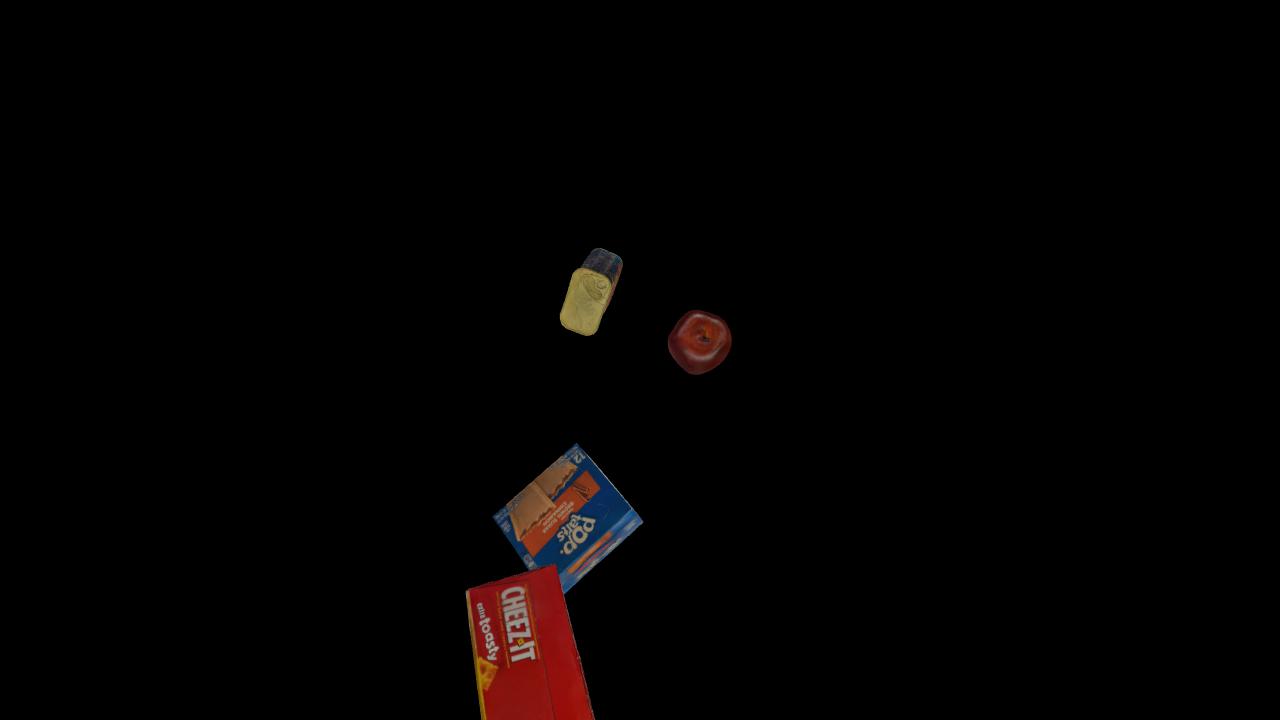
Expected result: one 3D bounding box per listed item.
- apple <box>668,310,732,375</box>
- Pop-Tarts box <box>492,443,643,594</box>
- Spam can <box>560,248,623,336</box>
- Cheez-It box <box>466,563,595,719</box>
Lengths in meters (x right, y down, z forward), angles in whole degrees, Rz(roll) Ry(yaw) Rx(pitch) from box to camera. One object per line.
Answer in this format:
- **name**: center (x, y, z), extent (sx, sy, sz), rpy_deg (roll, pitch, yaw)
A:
- **apple**: center (0.073, -0.021, 0.759), extent (0.079, 0.079, 0.093), rpy_deg (0, -7, -2)
- **Pop-Tarts box**: center (-0.106, 0.238, 0.918), extent (0.141, 0.167, 0.083), rpy_deg (45, -8, 29)
- **Spam can**: center (-0.068, -0.099, 0.882), extent (0.058, 0.101, 0.085), rpy_deg (22, 33, -2)
- **Cheez-It box**: center (-0.074, 0.273, 0.454), extent (0.071, 0.166, 0.223), rpy_deg (-11, -36, -16)
